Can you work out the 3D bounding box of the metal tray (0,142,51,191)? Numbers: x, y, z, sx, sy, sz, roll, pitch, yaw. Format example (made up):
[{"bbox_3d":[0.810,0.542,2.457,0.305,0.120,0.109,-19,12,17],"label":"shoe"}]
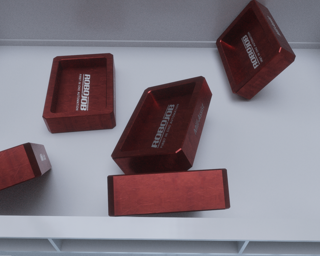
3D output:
[{"bbox_3d":[-0.161,0.045,0.304,0.091,0.130,0.030,-20,91,-16],"label":"metal tray"}]

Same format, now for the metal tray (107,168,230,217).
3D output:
[{"bbox_3d":[0.004,0.057,0.290,0.091,0.130,0.030,-3,81,-3],"label":"metal tray"}]

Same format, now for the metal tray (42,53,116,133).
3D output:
[{"bbox_3d":[-0.111,-0.055,0.446,0.091,0.030,0.130,-4,50,-4],"label":"metal tray"}]

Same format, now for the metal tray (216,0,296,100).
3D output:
[{"bbox_3d":[0.135,-0.117,0.460,0.030,0.090,0.130,19,44,-28],"label":"metal tray"}]

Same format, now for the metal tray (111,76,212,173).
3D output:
[{"bbox_3d":[0.006,-0.006,0.377,0.090,0.030,0.130,-8,41,30],"label":"metal tray"}]
